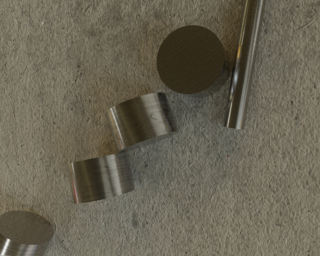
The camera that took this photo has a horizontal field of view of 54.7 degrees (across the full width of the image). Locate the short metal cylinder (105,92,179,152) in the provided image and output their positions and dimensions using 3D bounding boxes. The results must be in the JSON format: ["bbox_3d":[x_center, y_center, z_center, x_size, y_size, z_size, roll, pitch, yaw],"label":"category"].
[{"bbox_3d":[-0.022,-0.006,0.388,0.080,0.080,0.050,-22,83,18],"label":"short metal cylinder"}]

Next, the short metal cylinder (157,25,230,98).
[{"bbox_3d":[0.042,-0.079,0.381,0.080,0.050,0.080,0,90,20],"label":"short metal cylinder"}]

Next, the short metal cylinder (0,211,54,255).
[{"bbox_3d":[-0.204,0.165,0.452,0.080,0.080,0.050,28,99,18],"label":"short metal cylinder"}]

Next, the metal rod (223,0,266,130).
[{"bbox_3d":[0.112,-0.147,0.369,0.025,0.025,0.298,10,93,19],"label":"metal rod"}]

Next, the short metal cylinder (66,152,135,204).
[{"bbox_3d":[-0.077,0.064,0.407,0.080,0.080,0.050,-13,86,19],"label":"short metal cylinder"}]
